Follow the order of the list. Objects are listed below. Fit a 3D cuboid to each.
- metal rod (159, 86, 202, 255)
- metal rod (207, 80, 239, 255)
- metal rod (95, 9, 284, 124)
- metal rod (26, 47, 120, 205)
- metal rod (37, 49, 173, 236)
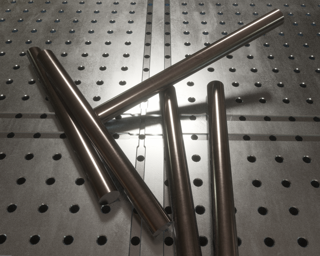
[{"bbox_3d":[0.022,0.059,0.358,0.025,0.025,0.300,-3,50,-3],"label":"metal rod"},{"bbox_3d":[0.071,0.053,0.363,0.025,0.025,0.300,3,50,2],"label":"metal rod"},{"bbox_3d":[0.042,-0.088,0.435,0.301,0.025,0.025,-30,55,-6],"label":"metal rod"},{"bbox_3d":[-0.131,-0.022,0.424,0.025,0.025,0.300,-24,54,-19],"label":"metal rod"},{"bbox_3d":[-0.082,0.000,0.386,0.025,0.025,0.300,-28,62,-22],"label":"metal rod"}]
